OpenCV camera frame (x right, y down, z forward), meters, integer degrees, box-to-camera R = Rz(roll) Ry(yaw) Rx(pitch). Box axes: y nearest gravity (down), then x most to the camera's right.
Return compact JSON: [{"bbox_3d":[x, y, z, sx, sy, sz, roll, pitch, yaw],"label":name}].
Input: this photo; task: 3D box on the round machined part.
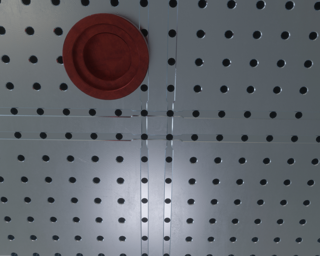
[{"bbox_3d":[-0.062,-0.086,0.372,0.099,0.042,0.097,0,110,0],"label":"round machined part"}]
